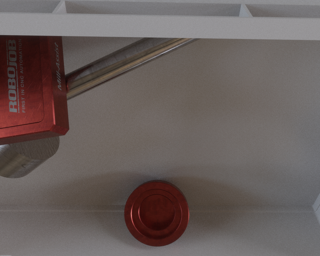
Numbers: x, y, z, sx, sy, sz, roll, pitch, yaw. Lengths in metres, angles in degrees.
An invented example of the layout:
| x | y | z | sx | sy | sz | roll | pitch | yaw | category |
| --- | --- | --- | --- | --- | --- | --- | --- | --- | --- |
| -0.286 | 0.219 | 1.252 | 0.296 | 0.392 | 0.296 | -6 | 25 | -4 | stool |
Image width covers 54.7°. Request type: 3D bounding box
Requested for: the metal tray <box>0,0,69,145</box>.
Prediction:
| x | y | z | sx | sy | sz | roll | pitch | yaw | category |
| --- | --- | --- | --- | --- | --- | --- | --- | --- | --- |
| -0.142 | -0.052 | 0.300 | 0.090 | 0.129 | 0.030 | -9 | 170 | 7 | metal tray |

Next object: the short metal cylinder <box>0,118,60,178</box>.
| x | y | z | sx | sy | sz | roll | pitch | yaw | category |
| --- | --- | --- | --- | --- | --- | --- | --- | --- | --- |
| -0.174 | 0.015 | 0.383 | 0.050 | 0.080 | 0.080 | -34 | 123 | 25 | short metal cylinder |

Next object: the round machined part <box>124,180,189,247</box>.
| x | y | z | sx | sy | sz | roll | pitch | yaw | category |
| --- | --- | --- | --- | --- | --- | --- | --- | --- | --- |
| -0.004 | 0.130 | 0.487 | 0.099 | 0.042 | 0.097 | 0 | 89 | 4 | round machined part |

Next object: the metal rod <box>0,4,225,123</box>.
| x | y | z | sx | sy | sz | roll | pitch | yaw | category |
| --- | --- | --- | --- | --- | --- | --- | --- | --- | --- |
| -0.076 | -0.052 | 0.322 | 0.301 | 0.025 | 0.025 | -24 | 127 | 3 | metal rod |
